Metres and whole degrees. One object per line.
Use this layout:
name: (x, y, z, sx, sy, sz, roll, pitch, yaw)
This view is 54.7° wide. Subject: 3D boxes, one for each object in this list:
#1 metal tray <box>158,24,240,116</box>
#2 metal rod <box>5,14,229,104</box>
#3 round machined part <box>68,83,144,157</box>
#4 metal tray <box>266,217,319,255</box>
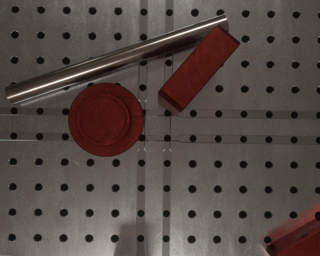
metal tray: (0.038, -0.059, 0.361, 0.030, 0.130, 0.090, 41, 90, 0)
metal rod: (-0.055, -0.091, 0.412, 0.302, 0.025, 0.025, -19, 90, -1)
round machined part: (-0.071, -0.011, 0.404, 0.099, 0.042, 0.097, 0, 90, -1)
metal tray: (0.224, 0.173, 0.414, 0.130, 0.030, 0.090, -29, 90, -1)
